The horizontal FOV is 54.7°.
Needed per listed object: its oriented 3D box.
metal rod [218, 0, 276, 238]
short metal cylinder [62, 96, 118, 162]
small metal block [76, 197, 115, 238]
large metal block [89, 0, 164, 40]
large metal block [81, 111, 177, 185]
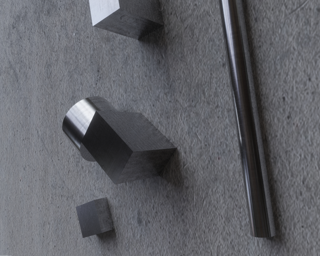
[{"bbox_3d":[0.089,-0.039,0.331,0.025,0.025,0.298,-11,83,39],"label":"metal rod"},{"bbox_3d":[-0.091,0.002,0.444,0.050,0.081,0.080,42,116,32],"label":"short metal cylinder"},{"bbox_3d":[-0.103,0.142,0.490,0.050,0.025,0.050,-27,73,36],"label":"small metal block"},{"bbox_3d":[-0.046,-0.171,0.407,0.050,0.081,0.080,-16,80,39],"label":"large metal block"},{"bbox_3d":[-0.040,0.022,0.402,0.080,0.081,0.050,44,117,31],"label":"large metal block"}]
